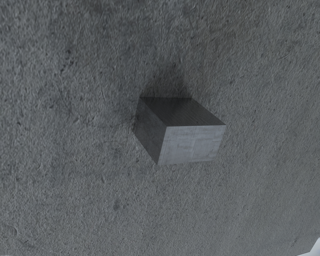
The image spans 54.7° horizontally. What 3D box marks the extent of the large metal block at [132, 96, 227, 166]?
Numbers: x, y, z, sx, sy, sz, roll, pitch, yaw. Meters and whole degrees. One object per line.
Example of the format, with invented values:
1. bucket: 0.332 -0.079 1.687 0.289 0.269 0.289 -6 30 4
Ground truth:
1. large metal block: 0.021 0.000 0.386 0.081 0.080 0.050 -1 119 -28
